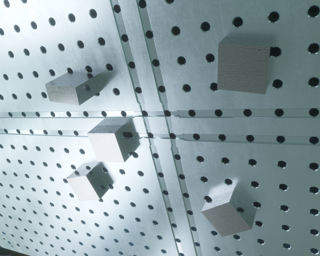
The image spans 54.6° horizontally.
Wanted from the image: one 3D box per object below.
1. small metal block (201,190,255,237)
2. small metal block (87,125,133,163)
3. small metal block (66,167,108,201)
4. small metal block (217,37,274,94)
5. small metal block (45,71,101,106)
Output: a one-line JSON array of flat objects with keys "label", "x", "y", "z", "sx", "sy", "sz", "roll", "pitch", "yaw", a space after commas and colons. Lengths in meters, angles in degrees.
[{"label": "small metal block", "x": 0.096, "y": 0.121, "z": 0.436, "sx": 0.050, "sy": 0.025, "sz": 0.050, "roll": -33, "pitch": 100, "yaw": 38}, {"label": "small metal block", "x": -0.075, "y": 0.023, "z": 0.466, "sx": 0.050, "sy": 0.025, "sz": 0.050, "roll": -1, "pitch": 118, "yaw": 28}, {"label": "small metal block", "x": -0.127, "y": 0.098, "z": 0.540, "sx": 0.050, "sy": 0.025, "sz": 0.050, "roll": -13, "pitch": 112, "yaw": 33}, {"label": "small metal block", "x": 0.089, "y": -0.066, "z": 0.324, "sx": 0.050, "sy": 0.025, "sz": 0.050, "roll": 10, "pitch": 123, "yaw": 23}, {"label": "small metal block", "x": -0.117, "y": -0.055, "z": 0.424, "sx": 0.050, "sy": 0.050, "sz": 0.025, "roll": 9, "pitch": 122, "yaw": 23}]
